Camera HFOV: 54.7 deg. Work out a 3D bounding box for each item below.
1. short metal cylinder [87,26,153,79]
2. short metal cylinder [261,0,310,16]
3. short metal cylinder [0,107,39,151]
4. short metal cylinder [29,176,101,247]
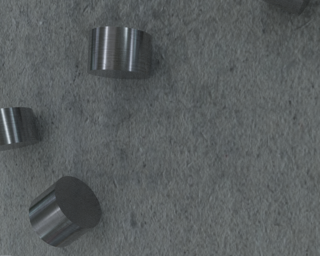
[{"bbox_3d":[-0.051,-0.093,0.397,0.080,0.080,0.050,4,91,19],"label":"short metal cylinder"},{"bbox_3d":[0.145,-0.168,0.329,0.050,0.080,0.080,32,100,17],"label":"short metal cylinder"},{"bbox_3d":[-0.226,0.004,0.457,0.080,0.080,0.050,-14,86,19],"label":"short metal cylinder"},{"bbox_3d":[-0.128,0.113,0.423,0.050,0.080,0.080,-38,78,16],"label":"short metal cylinder"}]
